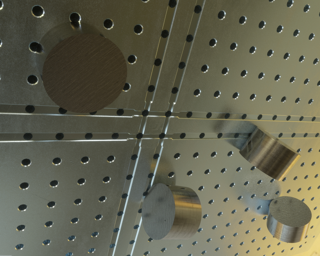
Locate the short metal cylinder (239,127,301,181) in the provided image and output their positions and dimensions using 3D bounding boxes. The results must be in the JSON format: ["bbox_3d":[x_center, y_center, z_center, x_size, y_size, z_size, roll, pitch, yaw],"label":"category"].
[{"bbox_3d":[0.177,0.041,0.500,0.080,0.080,0.050,23,106,-37],"label":"short metal cylinder"}]

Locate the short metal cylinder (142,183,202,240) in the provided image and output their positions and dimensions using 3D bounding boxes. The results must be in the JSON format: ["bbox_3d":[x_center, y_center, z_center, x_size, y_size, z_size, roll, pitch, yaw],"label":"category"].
[{"bbox_3d":[0.016,0.126,0.464,0.050,0.080,0.080,16,110,-35],"label":"short metal cylinder"}]

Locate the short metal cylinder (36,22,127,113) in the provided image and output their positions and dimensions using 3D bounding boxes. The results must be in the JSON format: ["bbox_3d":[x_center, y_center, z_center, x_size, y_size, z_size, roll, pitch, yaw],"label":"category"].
[{"bbox_3d":[-0.080,-0.062,0.314,0.081,0.050,0.079,-14,125,-21],"label":"short metal cylinder"}]

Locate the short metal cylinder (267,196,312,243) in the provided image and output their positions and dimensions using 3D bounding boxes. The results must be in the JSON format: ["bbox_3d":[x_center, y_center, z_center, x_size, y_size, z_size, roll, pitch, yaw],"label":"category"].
[{"bbox_3d":[0.266,0.188,0.641,0.081,0.080,0.050,-18,126,-18],"label":"short metal cylinder"}]
